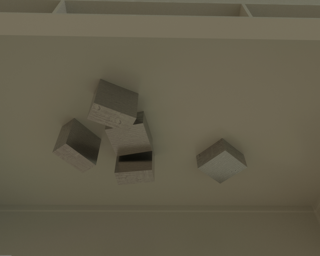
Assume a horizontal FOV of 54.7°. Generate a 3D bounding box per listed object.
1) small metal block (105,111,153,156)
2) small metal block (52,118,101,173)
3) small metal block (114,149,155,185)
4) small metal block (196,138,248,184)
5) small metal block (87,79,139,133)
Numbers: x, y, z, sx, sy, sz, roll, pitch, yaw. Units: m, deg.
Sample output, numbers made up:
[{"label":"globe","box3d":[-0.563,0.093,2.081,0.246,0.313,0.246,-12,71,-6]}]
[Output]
[{"label":"small metal block","box3d":[-0.040,0.008,0.416,0.050,0.025,0.050,-10,130,7]},{"label":"small metal block","box3d":[-0.108,0.023,0.411,0.025,0.050,0.050,-31,124,23]},{"label":"small metal block","box3d":[-0.034,0.051,0.435,0.050,0.050,0.025,-5,130,4]},{"label":"small metal block","box3d":[0.090,0.049,0.452,0.050,0.025,0.050,36,121,-27]},{"label":"small metal block","box3d":[-0.055,-0.027,0.369,0.050,0.050,0.025,20,127,-17]}]
